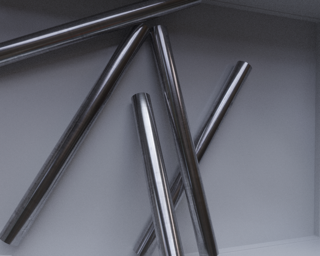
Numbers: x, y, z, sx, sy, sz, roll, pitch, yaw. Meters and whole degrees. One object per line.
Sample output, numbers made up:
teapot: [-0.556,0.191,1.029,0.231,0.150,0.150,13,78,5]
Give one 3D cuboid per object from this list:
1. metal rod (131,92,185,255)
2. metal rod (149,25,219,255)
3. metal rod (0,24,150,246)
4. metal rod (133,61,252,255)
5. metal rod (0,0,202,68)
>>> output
metal rod: [0.004,0.091,0.336,0.025,0.025,0.299,-2,61,-20]
metal rod: [0.030,0.015,0.400,0.025,0.025,0.298,-11,86,-20]
metal rod: [-0.096,-0.002,0.374,0.025,0.025,0.300,33,79,-17]
metal rod: [0.050,0.036,0.428,0.025,0.025,0.300,33,79,-17]
metal rod: [-0.089,-0.116,0.363,0.302,0.025,0.025,-22,98,-14]
